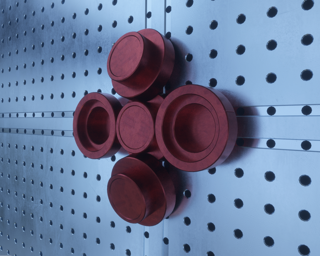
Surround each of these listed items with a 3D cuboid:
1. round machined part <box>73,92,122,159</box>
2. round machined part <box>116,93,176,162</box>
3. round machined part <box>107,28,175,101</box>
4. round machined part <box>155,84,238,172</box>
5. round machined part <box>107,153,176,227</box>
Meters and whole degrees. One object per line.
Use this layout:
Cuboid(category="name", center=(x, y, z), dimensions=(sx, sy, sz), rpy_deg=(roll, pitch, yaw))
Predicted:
Cuboid(category="round machined part", center=(-0.084, -0.003, 0.464), dimensions=(0.098, 0.042, 0.097), rpy_deg=(0, 90, 39))
Cuboid(category="round machined part", center=(-0.020, -0.001, 0.412), dimensions=(0.098, 0.042, 0.097), rpy_deg=(0, 90, 39))
Cuboid(category="round machined part", center=(-0.032, -0.087, 0.408), dimensions=(0.098, 0.042, 0.098), rpy_deg=(-15, 66, 37))
Cuboid(category="round machined part", center=(0.045, 0.000, 0.359), dimensions=(0.098, 0.042, 0.097), rpy_deg=(0, 90, 39))
Cuboid(category="round machined part", center=(-0.031, 0.085, 0.407), dimensions=(0.098, 0.042, 0.097), rpy_deg=(14, 113, 36))
